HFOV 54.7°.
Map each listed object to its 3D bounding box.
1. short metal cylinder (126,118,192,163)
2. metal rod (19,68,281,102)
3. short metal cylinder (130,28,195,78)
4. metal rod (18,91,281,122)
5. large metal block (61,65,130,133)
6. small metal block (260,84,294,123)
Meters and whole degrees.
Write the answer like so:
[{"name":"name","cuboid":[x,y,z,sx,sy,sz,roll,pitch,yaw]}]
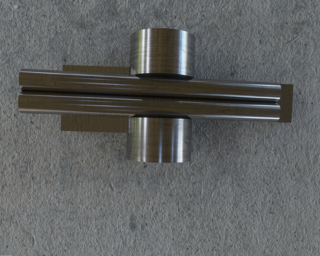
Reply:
[{"name":"short metal cylinder","cuboid":[-0.001,0.013,0.384,0.081,0.080,0.050,2,90,0]},{"name":"metal rod","cuboid":[-0.004,-0.049,0.366,0.302,0.025,0.025,2,90,-8]},{"name":"short metal cylinder","cuboid":[0.003,-0.086,0.384,0.081,0.080,0.050,2,90,0]},{"name":"metal rod","cuboid":[-0.005,-0.024,0.366,0.302,0.025,0.025,2,90,-8]},{"name":"large metal block","cuboid":[-0.078,-0.035,0.398,0.081,0.050,0.080,2,90,0]},{"name":"small metal block","cuboid":[0.146,-0.033,0.413,0.050,0.025,0.050,3,90,0]}]
